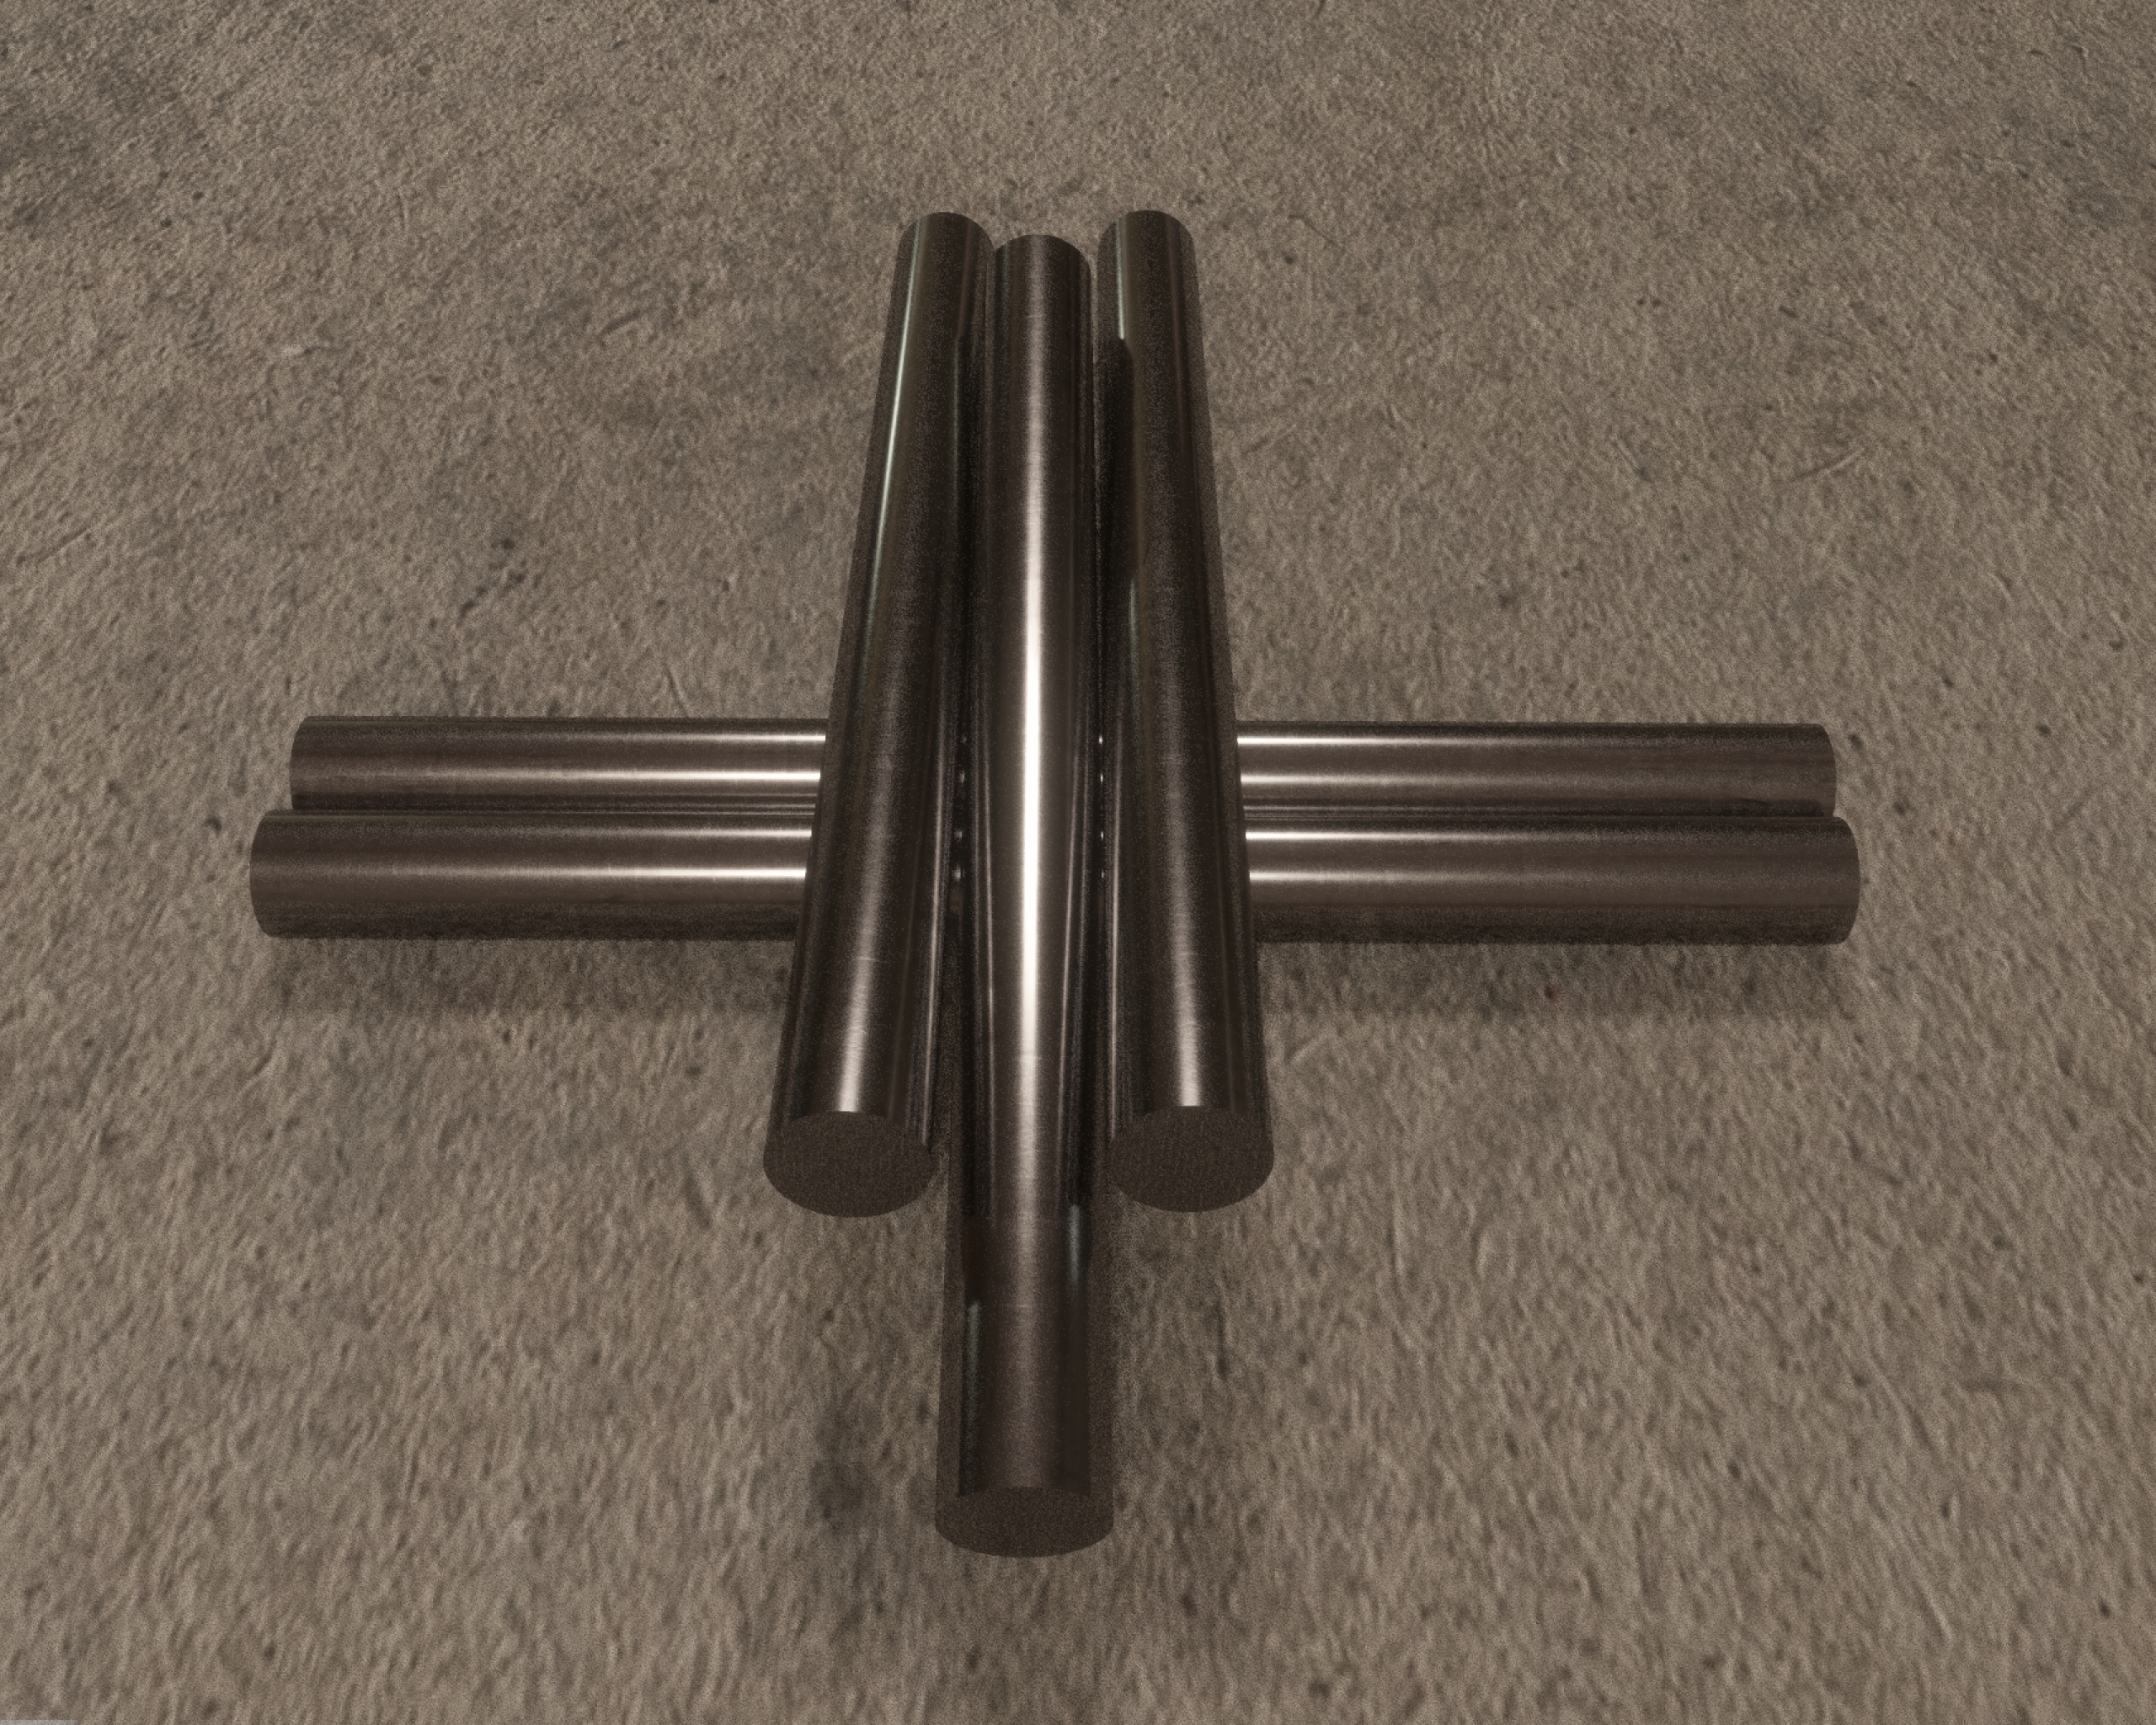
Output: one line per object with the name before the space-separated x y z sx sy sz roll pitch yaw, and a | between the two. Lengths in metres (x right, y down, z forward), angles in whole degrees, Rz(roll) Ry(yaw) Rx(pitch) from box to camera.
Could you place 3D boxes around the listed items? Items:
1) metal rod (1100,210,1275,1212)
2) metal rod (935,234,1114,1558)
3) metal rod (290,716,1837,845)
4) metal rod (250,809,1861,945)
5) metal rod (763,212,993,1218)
metal rod | 0.017 -0.056 0.424 0.025 0.025 0.300 0 42 0
metal rod | -0.008 -0.022 0.389 0.025 0.025 0.300 0 50 -1
metal rod | -0.002 -0.016 0.419 0.302 0.025 0.025 0 50 -1
metal rod | -0.004 0.003 0.403 0.302 0.025 0.025 0 50 -1
metal rod | -0.034 -0.055 0.423 0.025 0.025 0.300 0 42 0
